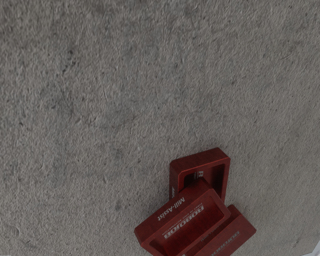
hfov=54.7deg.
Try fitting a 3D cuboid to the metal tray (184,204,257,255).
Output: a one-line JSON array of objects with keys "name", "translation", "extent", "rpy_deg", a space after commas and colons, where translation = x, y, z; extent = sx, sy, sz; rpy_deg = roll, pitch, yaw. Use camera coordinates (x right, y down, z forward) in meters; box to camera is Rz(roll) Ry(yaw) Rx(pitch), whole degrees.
[{"name": "metal tray", "translation": [0.117, 0.217, 0.602], "extent": [0.130, 0.030, 0.090], "rpy_deg": [-42, 130, 1]}]

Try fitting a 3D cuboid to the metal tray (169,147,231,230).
[{"name": "metal tray", "translation": [0.062, 0.101, 0.499], "extent": [0.091, 0.030, 0.129], "rpy_deg": [-14, 124, -21]}]

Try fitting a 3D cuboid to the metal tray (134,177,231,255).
[{"name": "metal tray", "translation": [0.037, 0.144, 0.473], "extent": [0.130, 0.030, 0.090], "rpy_deg": [-38, 129, -3]}]
